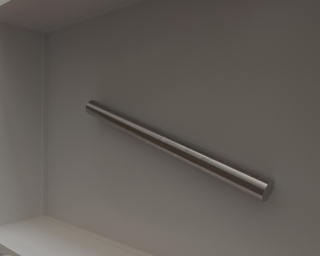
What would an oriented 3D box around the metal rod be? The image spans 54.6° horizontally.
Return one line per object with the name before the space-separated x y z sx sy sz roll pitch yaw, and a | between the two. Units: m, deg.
metal rod | 0.001 0.015 0.405 0.300 0.025 0.025 24 105 37
